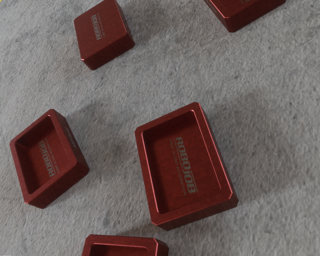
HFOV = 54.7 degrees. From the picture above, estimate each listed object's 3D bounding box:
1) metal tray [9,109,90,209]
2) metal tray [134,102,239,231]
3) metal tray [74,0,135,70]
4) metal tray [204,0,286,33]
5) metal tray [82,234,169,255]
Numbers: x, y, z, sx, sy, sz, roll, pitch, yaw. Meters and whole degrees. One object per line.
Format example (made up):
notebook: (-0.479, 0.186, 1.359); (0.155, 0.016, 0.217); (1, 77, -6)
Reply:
metal tray: (-0.168, 0.042, 0.460); (0.090, 0.030, 0.130); (-39, 51, 1)
metal tray: (0.025, 0.041, 0.361); (0.090, 0.030, 0.130); (-24, 53, 13)
metal tray: (-0.104, -0.174, 0.559); (0.090, 0.030, 0.130); (-28, 52, 10)
metal tray: (0.116, -0.211, 0.468); (0.090, 0.030, 0.130); (-29, 52, 9)
metal tray: (-0.044, 0.179, 0.312); (0.090, 0.030, 0.130); (-6, 59, 24)
